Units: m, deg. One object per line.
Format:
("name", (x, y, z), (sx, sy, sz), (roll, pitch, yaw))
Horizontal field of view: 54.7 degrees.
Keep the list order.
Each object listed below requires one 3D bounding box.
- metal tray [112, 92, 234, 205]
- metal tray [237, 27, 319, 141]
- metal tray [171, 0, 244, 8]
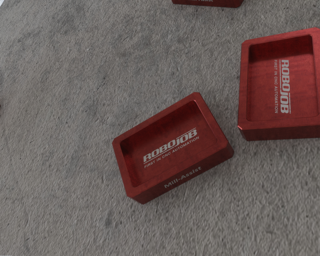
("metal tray", (0.011, 0.024, 0.379), (0.130, 0.030, 0.090), (-30, 52, 9))
("metal tray", (0.141, -0.051, 0.357), (0.090, 0.030, 0.130), (-4, 60, 26))
("metal tray", (0.086, -0.243, 0.504), (0.130, 0.030, 0.090), (20, 72, 35))
